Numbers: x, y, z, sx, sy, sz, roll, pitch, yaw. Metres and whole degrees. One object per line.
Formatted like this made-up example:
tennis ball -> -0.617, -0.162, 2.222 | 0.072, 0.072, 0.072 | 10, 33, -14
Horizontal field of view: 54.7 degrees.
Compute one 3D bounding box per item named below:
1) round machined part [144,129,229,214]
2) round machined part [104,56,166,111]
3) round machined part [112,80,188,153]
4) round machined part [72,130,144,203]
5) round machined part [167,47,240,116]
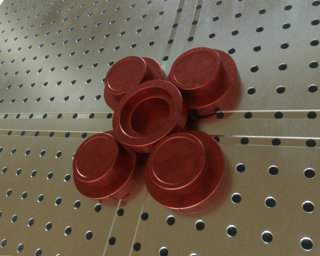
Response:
round machined part -> 0.025, 0.044, 0.355 | 0.098, 0.042, 0.098 | -13, 56, 20
round machined part -> -0.042, -0.067, 0.458 | 0.098, 0.042, 0.098 | -13, 56, 20
round machined part -> -0.009, -0.012, 0.406 | 0.098, 0.042, 0.098 | -13, 56, 20
round machined part -> -0.074, 0.046, 0.407 | 0.098, 0.042, 0.098 | -13, 56, 20
round machined part -> 0.052, -0.068, 0.410 | 0.098, 0.042, 0.098 | -13, 56, 20
